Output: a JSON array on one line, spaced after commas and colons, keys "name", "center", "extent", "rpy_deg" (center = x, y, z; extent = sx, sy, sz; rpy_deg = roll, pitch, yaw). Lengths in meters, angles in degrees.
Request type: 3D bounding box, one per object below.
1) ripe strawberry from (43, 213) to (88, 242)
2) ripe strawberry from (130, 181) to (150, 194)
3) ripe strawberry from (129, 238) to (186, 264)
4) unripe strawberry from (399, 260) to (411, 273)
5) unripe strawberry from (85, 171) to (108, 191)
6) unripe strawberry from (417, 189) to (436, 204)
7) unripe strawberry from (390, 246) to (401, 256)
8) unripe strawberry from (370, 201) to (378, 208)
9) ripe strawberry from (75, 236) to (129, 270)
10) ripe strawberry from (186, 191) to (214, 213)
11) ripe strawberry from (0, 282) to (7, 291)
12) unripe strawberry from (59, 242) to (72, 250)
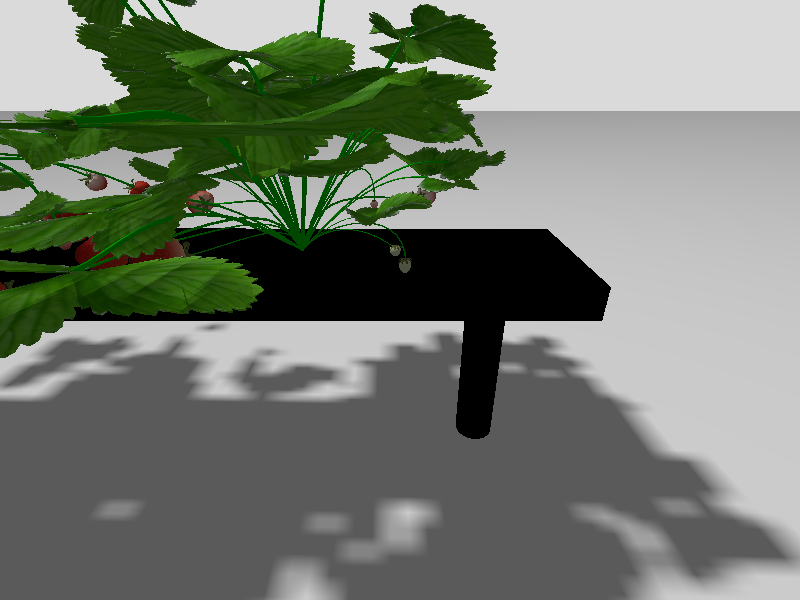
[{"name": "ripe strawberry", "center": [-0.313, -0.073, 0.380], "extent": [0.037, 0.039, 0.034], "rpy_deg": [-2, 27, -5]}, {"name": "ripe strawberry", "center": [-0.338, -0.141, 0.529], "extent": [0.027, 0.029, 0.030], "rpy_deg": [27, -4, 41]}, {"name": "ripe strawberry", "center": [-0.182, -0.030, 0.302], "extent": [0.037, 0.037, 0.035], "rpy_deg": [-19, 33, -31]}, {"name": "unripe strawberry", "center": [0.004, -0.027, 0.321], "extent": [0.010, 0.011, 0.011], "rpy_deg": [14, 30, 25]}, {"name": "unripe strawberry", "center": [-0.446, -0.174, 0.590], "extent": [0.025, 0.028, 0.027], "rpy_deg": [9, -11, 18]}, {"name": "unripe strawberry", "center": [0.035, -0.134, 0.508], "extent": [0.026, 0.030, 0.028], "rpy_deg": [19, 32, 33]}, {"name": "unripe strawberry", "center": [-0.004, -0.044, 0.362], "extent": [0.010, 0.010, 0.009], "rpy_deg": [2, 27, 5]}, {"name": "unripe strawberry", "center": [-0.032, -0.119, 0.499], "extent": [0.009, 0.010, 0.011], "rpy_deg": [10, 29, 19]}, {"name": "ripe strawberry", "center": [-0.234, -0.037, 0.316], "extent": [0.036, 0.031, 0.036], "rpy_deg": [-10, 29, -17]}, {"name": "ripe strawberry", "center": [-0.239, -0.117, 0.477], "extent": [0.031, 0.027, 0.031], "rpy_deg": [21, 34, 36]}, {"name": "ripe strawberry", "center": [-0.261, 0.002, 0.244], "extent": [0.033, 0.032, 0.030], "rpy_deg": [-20, 33, -33]}, {"name": "unripe strawberry", "center": [-0.294, -0.051, 0.350], "extent": [0.015, 0.015, 0.014], "rpy_deg": [2, 27, 3]}]
